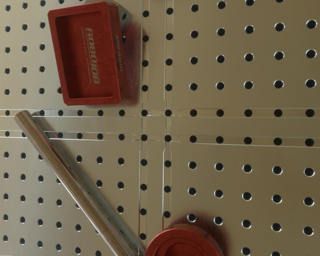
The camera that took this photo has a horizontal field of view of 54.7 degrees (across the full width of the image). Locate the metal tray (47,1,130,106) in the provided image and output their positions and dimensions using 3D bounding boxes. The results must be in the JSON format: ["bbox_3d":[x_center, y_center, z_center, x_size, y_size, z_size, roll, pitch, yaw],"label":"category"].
[{"bbox_3d":[-0.096,-0.098,0.423,0.090,0.030,0.129,-1,106,19],"label":"metal tray"}]

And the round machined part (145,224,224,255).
[{"bbox_3d":[0.033,0.170,0.391,0.098,0.042,0.097,0,90,19],"label":"round machined part"}]

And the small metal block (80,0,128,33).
[{"bbox_3d":[-0.083,-0.161,0.441,0.050,0.025,0.050,35,101,16],"label":"small metal block"}]

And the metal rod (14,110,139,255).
[{"bbox_3d":[-0.121,0.090,0.453,0.025,0.025,0.300,-45,77,14],"label":"metal rod"}]
